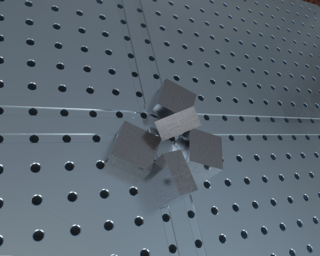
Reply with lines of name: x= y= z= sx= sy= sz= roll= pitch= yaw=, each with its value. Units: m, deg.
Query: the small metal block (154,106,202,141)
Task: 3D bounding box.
small metal block: x=0.021 y=-0.006 z=0.391 sx=0.050 sy=0.050 sz=0.025 roll=-22 pitch=92 yaw=0

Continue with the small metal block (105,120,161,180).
small metal block: x=-0.032 y=0.027 z=0.374 sx=0.050 sy=0.025 sz=0.050 roll=26 pitch=53 yaw=-12

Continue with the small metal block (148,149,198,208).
small metal block: x=0.012 y=0.060 z=0.362 sx=0.025 sy=0.050 sz=0.050 roll=-10 pitch=67 yaw=-32

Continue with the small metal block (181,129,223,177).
small metal block: x=0.056 y=0.033 z=0.418 sx=0.050 sy=0.025 sz=0.050 roll=17 pitch=55 yaw=-19

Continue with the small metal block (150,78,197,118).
small metal block: x=0.020 y=-0.035 z=0.439 sx=0.050 sy=0.025 sz=0.050 roll=27 pitch=52 yaw=-12
